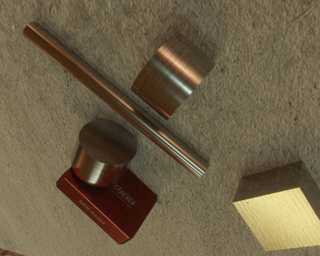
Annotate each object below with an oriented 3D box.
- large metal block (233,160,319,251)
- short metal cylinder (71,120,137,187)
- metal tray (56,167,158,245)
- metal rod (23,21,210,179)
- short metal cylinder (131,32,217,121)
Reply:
[{"bbox_3d":[0.148,0.095,0.372,0.080,0.050,0.080,-25,105,37],"label":"large metal block"},{"bbox_3d":[-0.079,0.035,0.434,0.080,0.080,0.050,34,129,6],"label":"short metal cylinder"},{"bbox_3d":[-0.075,0.095,0.463,0.130,0.090,0.030,44,129,-3],"label":"metal tray"},{"bbox_3d":[-0.058,-0.038,0.414,0.300,0.025,0.025,39,129,1],"label":"metal rod"},{"bbox_3d":[0.014,-0.054,0.330,0.050,0.080,0.080,41,129,0],"label":"short metal cylinder"}]
